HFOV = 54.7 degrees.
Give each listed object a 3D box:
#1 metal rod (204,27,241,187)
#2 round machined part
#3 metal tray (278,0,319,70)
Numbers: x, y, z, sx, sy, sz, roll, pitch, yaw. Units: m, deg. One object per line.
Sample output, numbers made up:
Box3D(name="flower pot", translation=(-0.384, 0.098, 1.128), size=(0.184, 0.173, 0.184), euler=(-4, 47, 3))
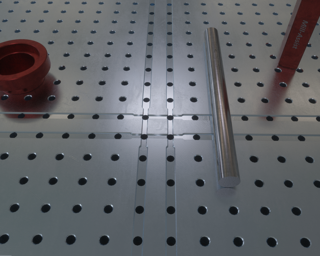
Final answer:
Box3D(name="metal rod", translation=(0.085, -0.053, 0.452), size=(0.025, 0.025, 0.300), euler=(2, 50, 1))
Box3D(name="round machined part", translation=(-0.216, -0.089, 0.470), size=(0.099, 0.042, 0.098), euler=(0, 50, 0))
Box3D(name="metal tray", translation=(0.223, -0.169, 0.483), size=(0.030, 0.129, 0.090), euler=(16, 52, 13))
